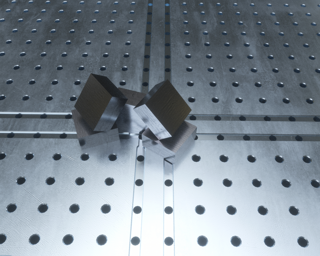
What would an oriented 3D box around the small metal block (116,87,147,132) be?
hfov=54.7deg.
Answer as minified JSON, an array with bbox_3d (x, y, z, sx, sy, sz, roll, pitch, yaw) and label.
[{"bbox_3d":[-0.034,-0.022,0.409,0.050,0.050,0.025,15,52,11],"label":"small metal block"}]

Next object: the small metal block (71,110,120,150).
[{"bbox_3d":[-0.085,-0.004,0.410,0.050,0.025,0.050,-15,52,-13],"label":"small metal block"}]

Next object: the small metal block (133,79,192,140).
[{"bbox_3d":[0.004,-0.022,0.376,0.050,0.025,0.050,50,54,-17],"label":"small metal block"}]

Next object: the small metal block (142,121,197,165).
[{"bbox_3d":[0.012,0.011,0.399,0.050,0.025,0.050,29,55,21],"label":"small metal block"}]

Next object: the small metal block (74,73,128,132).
[{"bbox_3d":[-0.073,-0.031,0.380,0.025,0.050,0.050,4,35,-51],"label":"small metal block"}]
